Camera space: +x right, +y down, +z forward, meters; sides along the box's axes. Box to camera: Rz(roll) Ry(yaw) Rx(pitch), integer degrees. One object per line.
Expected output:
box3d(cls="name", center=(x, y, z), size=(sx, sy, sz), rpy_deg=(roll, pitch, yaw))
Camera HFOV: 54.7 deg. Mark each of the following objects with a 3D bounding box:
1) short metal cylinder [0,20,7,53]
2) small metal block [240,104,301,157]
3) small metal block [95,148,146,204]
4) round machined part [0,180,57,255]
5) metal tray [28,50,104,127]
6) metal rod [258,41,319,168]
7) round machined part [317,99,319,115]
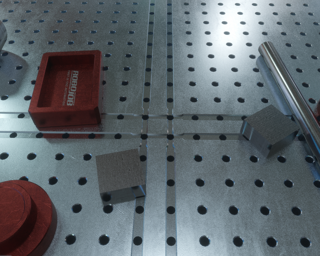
box3d(cls="short metal cylinder", center=(-0.293, -0.144, 0.491), size=(0.081, 0.080, 0.050), rpy_deg=(-1, 50, -1))
box3d(cls="small metal block", center=(0.144, 0.002, 0.407), size=(0.050, 0.025, 0.050), rpy_deg=(-27, 55, -21))
box3d(cls="small metal block", center=(-0.046, 0.055, 0.361), size=(0.050, 0.025, 0.050), rpy_deg=(-10, 51, -8))
box3d(cls="round machined part", center=(-0.161, 0.095, 0.316), size=(0.099, 0.042, 0.098), rpy_deg=(0, 50, 0))
box3d(cls="metal tray", center=(-0.132, -0.062, 0.455), size=(0.091, 0.030, 0.130), rpy_deg=(-4, 50, -3))
box3d(cls="metal rod", center=(0.195, -0.021, 0.426), size=(0.025, 0.025, 0.300), rpy_deg=(-5, 50, -4))
box3d(cls="round machined part", center=(0.276, -0.032, 0.425), size=(0.099, 0.042, 0.098), rpy_deg=(0, 50, 0))
